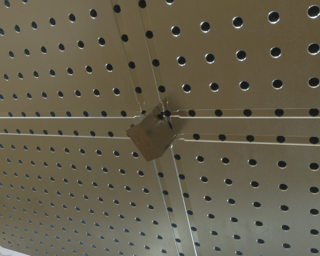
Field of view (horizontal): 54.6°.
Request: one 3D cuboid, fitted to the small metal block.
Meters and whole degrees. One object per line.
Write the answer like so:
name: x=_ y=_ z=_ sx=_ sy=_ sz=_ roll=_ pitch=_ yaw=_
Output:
small metal block: x=-0.010 y=0.007 z=0.405 sx=0.025 sy=0.050 sz=0.050 roll=-25 pitch=105 yaw=37
